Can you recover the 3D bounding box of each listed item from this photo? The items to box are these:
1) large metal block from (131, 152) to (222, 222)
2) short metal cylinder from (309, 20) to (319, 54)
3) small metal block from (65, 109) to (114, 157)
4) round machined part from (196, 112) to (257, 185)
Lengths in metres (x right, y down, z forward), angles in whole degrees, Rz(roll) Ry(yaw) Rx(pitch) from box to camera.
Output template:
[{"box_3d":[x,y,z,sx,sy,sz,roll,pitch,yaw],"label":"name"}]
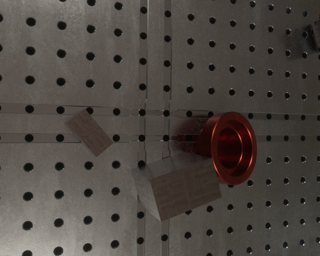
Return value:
[{"box_3d":[0.018,0.069,0.391,0.081,0.080,0.050,-16,96,-19],"label":"large metal block"},{"box_3d":[0.286,-0.156,0.491,0.081,0.080,0.050,-22,98,-19],"label":"short metal cylinder"},{"box_3d":[-0.086,0.006,0.368,0.025,0.050,0.050,-42,104,-15],"label":"small metal block"},{"box_3d":[0.088,0.028,0.427,0.099,0.042,0.097,4,83,-39],"label":"round machined part"}]
